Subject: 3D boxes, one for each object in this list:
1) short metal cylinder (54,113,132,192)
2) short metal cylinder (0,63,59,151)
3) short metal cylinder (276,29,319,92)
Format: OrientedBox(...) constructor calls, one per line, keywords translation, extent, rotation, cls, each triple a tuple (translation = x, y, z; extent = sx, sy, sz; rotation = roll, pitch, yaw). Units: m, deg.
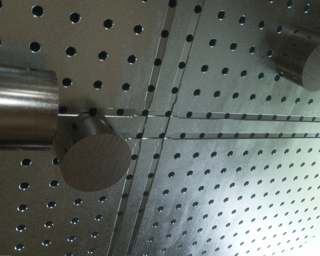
OrientedBox(translation=(-0.081, 0.029, 0.370), extent=(0.081, 0.050, 0.079), rotation=(-14, 125, -21), cls="short metal cylinder")
OrientedBox(translation=(-0.131, -0.018, 0.293), extent=(0.050, 0.080, 0.079), rotation=(3, 117, -30), cls="short metal cylinder")
OrientedBox(translation=(0.222, -0.100, 0.457), extent=(0.081, 0.050, 0.079), rotation=(-14, 125, -21), cls="short metal cylinder")
